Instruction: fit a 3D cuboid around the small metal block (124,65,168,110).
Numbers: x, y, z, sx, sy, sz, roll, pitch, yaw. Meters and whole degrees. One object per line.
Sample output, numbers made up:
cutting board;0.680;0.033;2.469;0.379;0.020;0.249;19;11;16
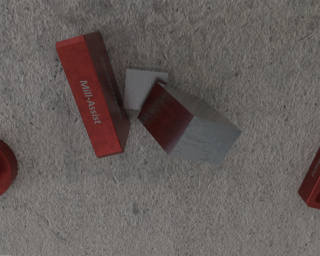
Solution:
small metal block;-0.018;-0.050;0.391;0.050;0.025;0.050;6;110;-2

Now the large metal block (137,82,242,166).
large metal block;0.033;-0.005;0.363;0.081;0.080;0.050;14;113;-39

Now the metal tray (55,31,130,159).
metal tray;-0.071;-0.042;0.358;0.030;0.090;0.129;-14;110;5

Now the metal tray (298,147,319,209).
metal tray;0.263;0.057;0.430;0.091;0.030;0.129;14;109;-6

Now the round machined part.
round machined part;-0.251;0.057;0.419;0.099;0.042;0.097;0;110;0
